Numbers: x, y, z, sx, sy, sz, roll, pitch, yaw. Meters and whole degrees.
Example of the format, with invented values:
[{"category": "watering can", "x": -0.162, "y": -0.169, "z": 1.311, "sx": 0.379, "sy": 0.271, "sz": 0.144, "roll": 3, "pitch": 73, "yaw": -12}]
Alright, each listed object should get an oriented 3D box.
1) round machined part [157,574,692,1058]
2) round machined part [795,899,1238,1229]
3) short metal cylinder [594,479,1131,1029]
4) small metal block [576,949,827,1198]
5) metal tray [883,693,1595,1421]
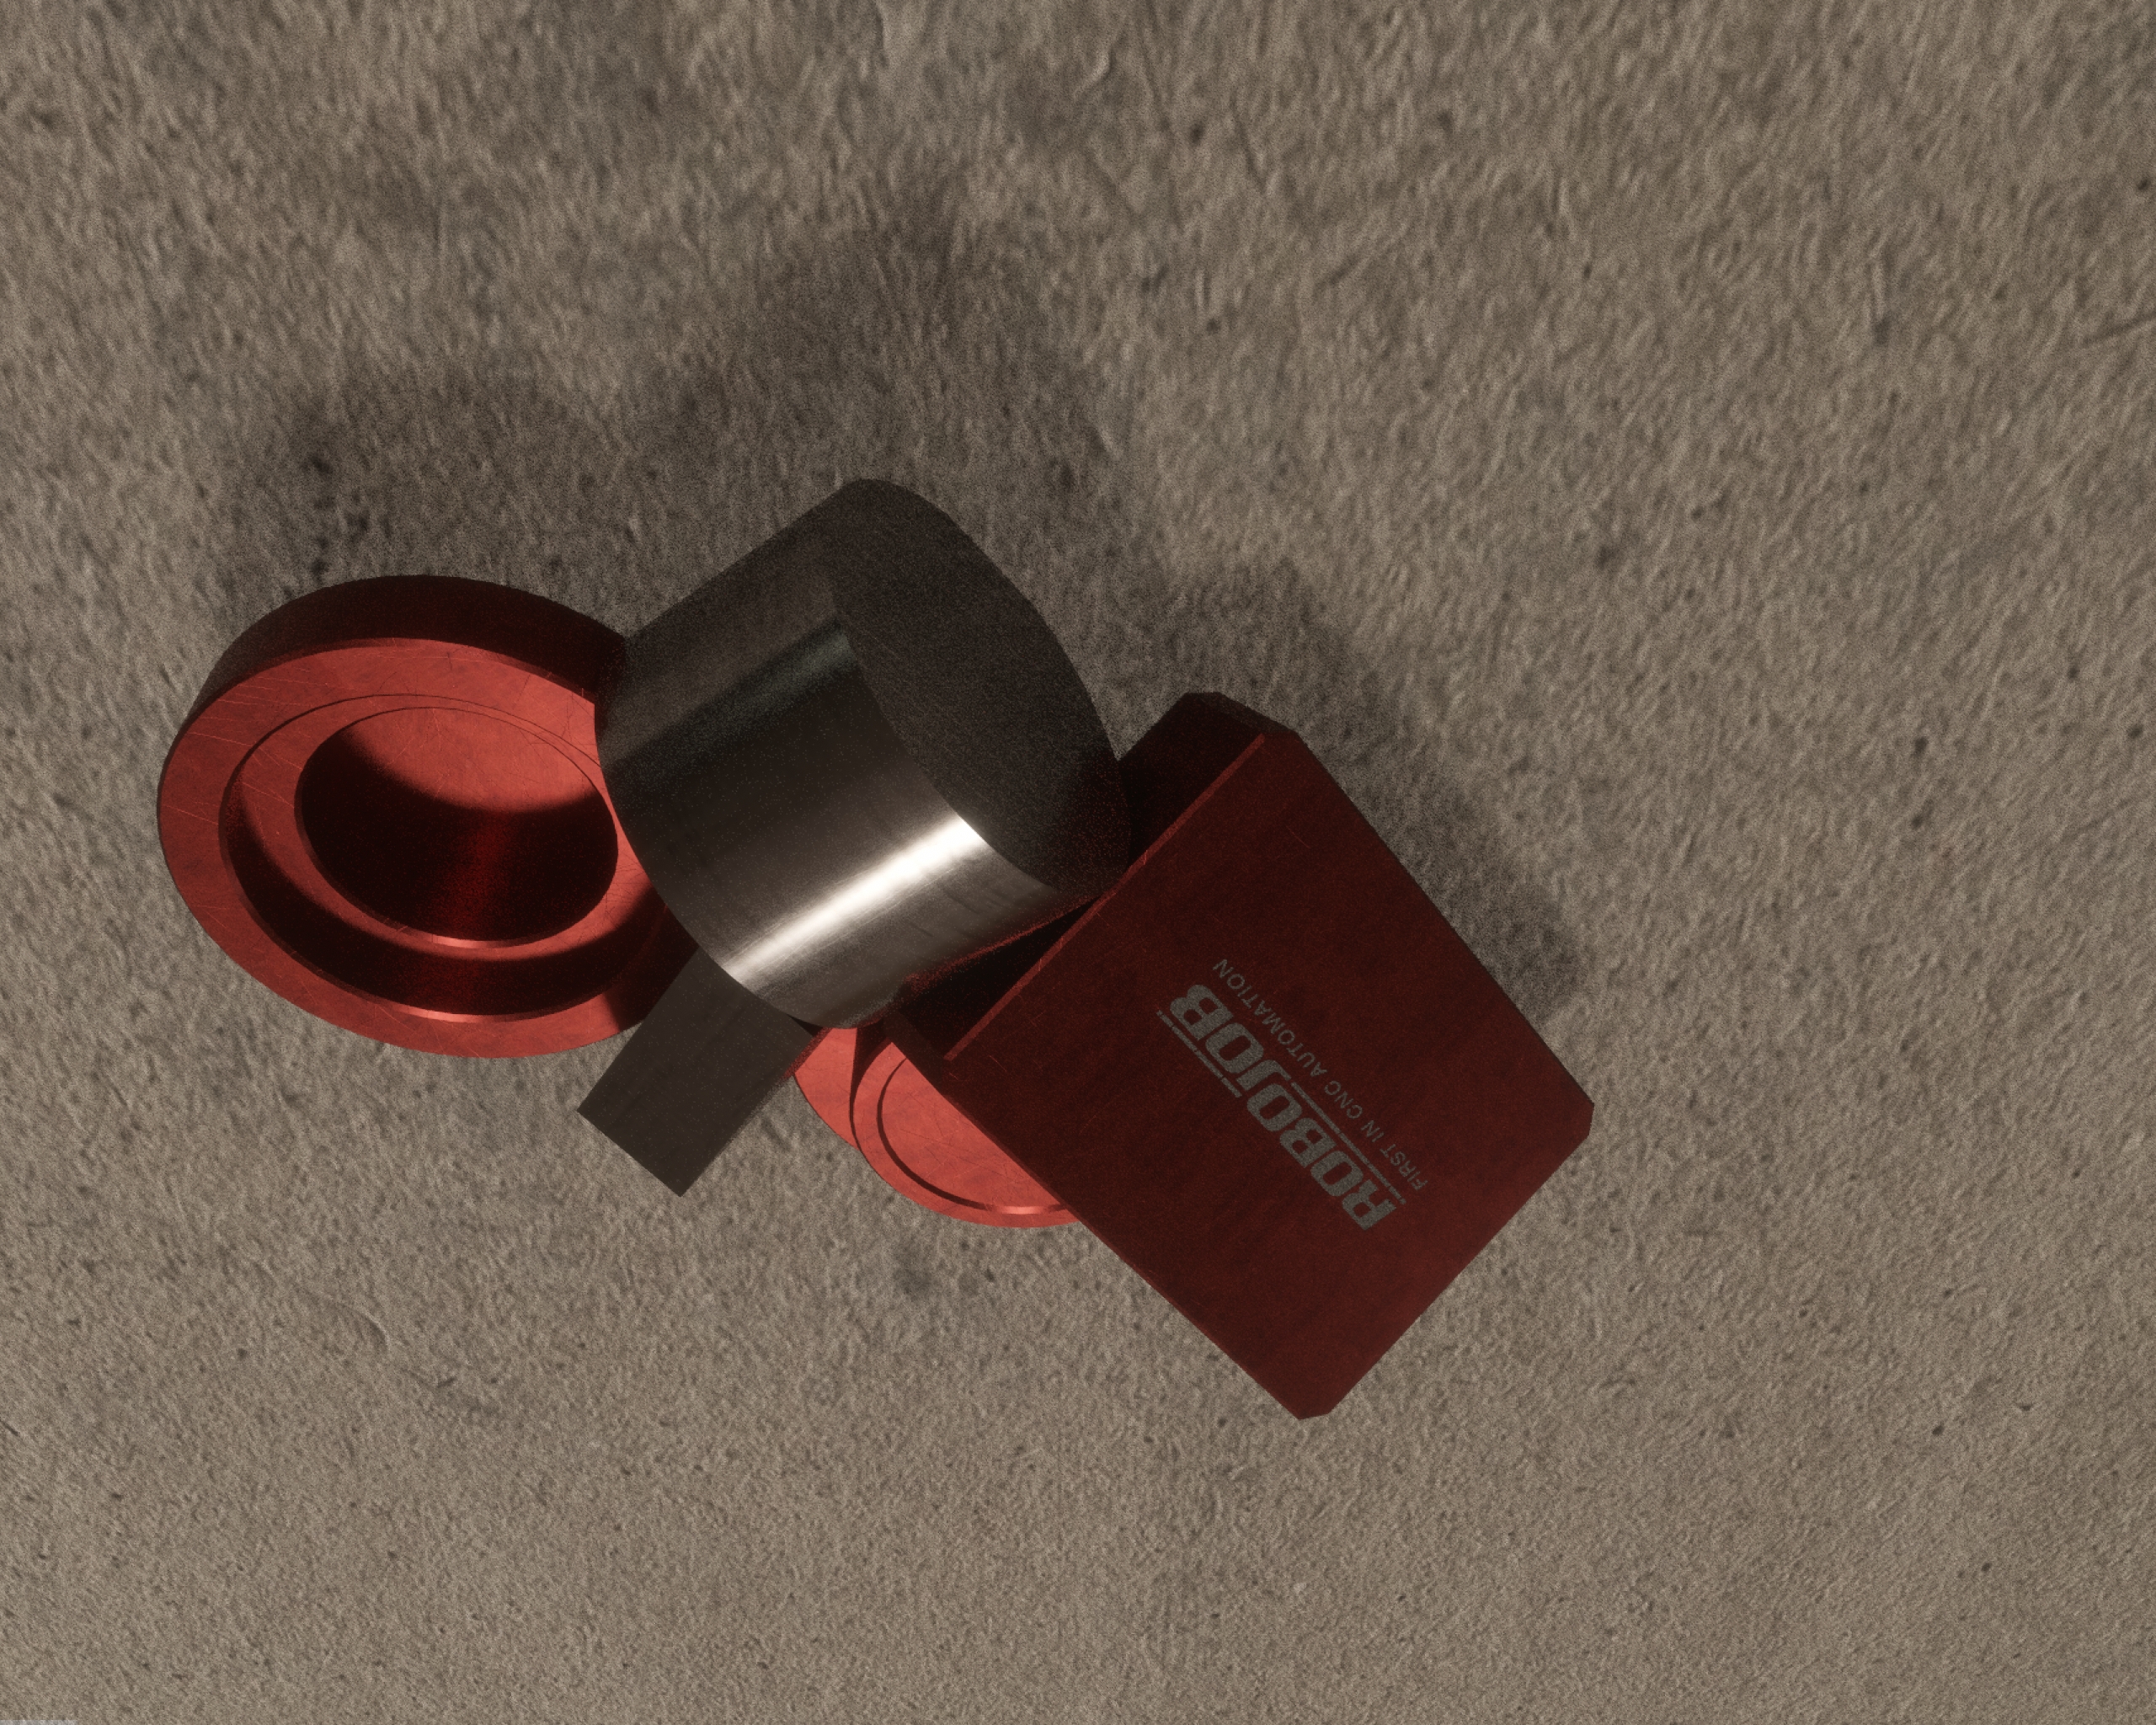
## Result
[{"category": "round machined part", "x": -0.112, "y": -0.012, "z": 0.385, "sx": 0.099, "sy": 0.042, "sz": 0.097, "roll": -1, "pitch": 130, "yaw": 0}, {"category": "round machined part", "x": -0.011, "y": 0.038, "z": 0.430, "sx": 0.099, "sy": 0.042, "sz": 0.097, "roll": -1, "pitch": 130, "yaw": 0}, {"category": "short metal cylinder", "x": -0.035, "y": -0.018, "z": 0.358, "sx": 0.050, "sy": 0.080, "sz": 0.080, "roll": -31, "pitch": 124, "yaw": 23}, {"category": "small metal block", "x": -0.060, "y": 0.028, "z": 0.391, "sx": 0.025, "sy": 0.050, "sz": 0.050, "roll": 41, "pitch": 122, "yaw": -1}, {"category": "metal tray", "x": 0.036, "y": 0.041, "z": 0.412, "sx": 0.090, "sy": 0.030, "sz": 0.130, "roll": -46, "pitch": 122, "yaw": -5}]
